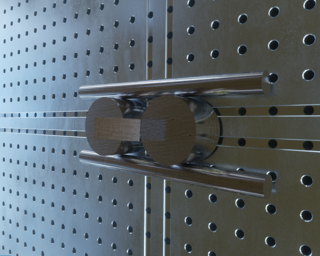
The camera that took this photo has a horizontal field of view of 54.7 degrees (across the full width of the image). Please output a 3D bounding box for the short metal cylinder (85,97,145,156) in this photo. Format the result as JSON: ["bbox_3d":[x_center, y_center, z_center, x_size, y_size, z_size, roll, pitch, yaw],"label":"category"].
[{"bbox_3d":[-0.060,-0.002,0.439,0.080,0.050,0.079,0,90,40],"label":"short metal cylinder"}]

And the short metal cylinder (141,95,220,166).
[{"bbox_3d":[0.023,0.003,0.369,0.080,0.050,0.079,0,90,40],"label":"short metal cylinder"}]

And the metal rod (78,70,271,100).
[{"bbox_3d":[-0.007,-0.052,0.411,0.300,0.025,0.025,3,92,39],"label":"metal rod"}]

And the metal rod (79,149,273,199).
[{"bbox_3d":[-0.006,0.053,0.410,0.300,0.025,0.025,3,92,39],"label":"metal rod"}]

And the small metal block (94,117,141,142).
[{"bbox_3d":[-0.049,0.001,0.368,0.050,0.050,0.025,3,92,-3],"label":"small metal block"}]
